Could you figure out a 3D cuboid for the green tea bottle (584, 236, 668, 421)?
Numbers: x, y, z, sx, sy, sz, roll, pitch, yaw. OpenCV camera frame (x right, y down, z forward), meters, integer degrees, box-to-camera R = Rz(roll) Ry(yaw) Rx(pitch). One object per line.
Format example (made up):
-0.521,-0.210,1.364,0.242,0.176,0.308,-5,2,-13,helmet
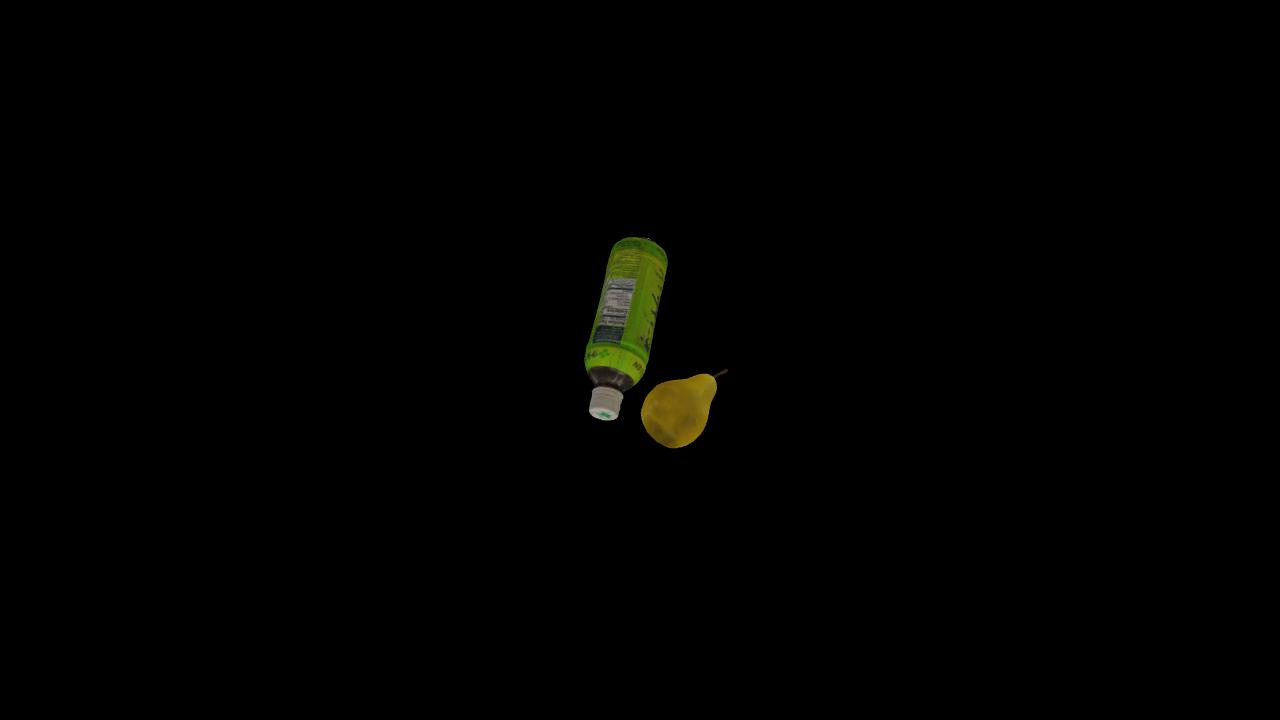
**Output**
-0.019,-0.035,0.671,0.073,0.212,0.073,11,-29,6,green tea bottle

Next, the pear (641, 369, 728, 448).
0.053,0.045,0.693,0.080,0.080,0.111,0,36,50,pear
